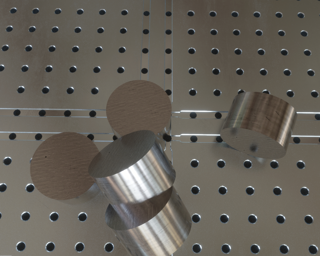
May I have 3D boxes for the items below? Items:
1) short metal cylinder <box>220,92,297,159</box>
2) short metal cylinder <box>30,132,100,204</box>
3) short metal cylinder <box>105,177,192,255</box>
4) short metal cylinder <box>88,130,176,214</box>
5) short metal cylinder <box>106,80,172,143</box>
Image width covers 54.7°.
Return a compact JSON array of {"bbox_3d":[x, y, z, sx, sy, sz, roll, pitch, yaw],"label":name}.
[{"bbox_3d":[0.122,-0.002,0.385,0.080,0.080,0.050,22,72,7],"label":"short metal cylinder"},{"bbox_3d":[-0.108,0.050,0.379,0.081,0.050,0.080,0,70,-1],"label":"short metal cylinder"},{"bbox_3d":[-0.012,0.097,0.340,0.080,0.080,0.050,-33,114,-12],"label":"short metal cylinder"},{"bbox_3d":[-0.030,0.046,0.338,0.080,0.080,0.050,-33,114,-12],"label":"short metal cylinder"},{"bbox_3d":[-0.026,-0.015,0.404,0.081,0.050,0.080,0,70,0],"label":"short metal cylinder"}]
